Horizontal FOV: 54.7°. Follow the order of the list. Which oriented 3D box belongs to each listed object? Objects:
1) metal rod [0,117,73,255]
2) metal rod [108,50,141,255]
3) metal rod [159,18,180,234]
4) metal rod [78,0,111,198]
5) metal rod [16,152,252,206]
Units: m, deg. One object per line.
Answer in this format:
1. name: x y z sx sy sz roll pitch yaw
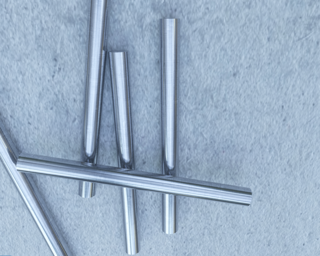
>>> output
1. metal rod: -0.189 0.086 0.438 0.025 0.025 0.298 -17 110 6
2. metal rod: -0.046 0.047 0.426 0.025 0.025 0.298 -2 110 0
3. metal rod: 0.013 0.012 0.414 0.025 0.025 0.298 -1 110 0
4. metal rod: -0.084 -0.046 0.391 0.025 0.025 0.298 7 110 -3
5. metal rod: -0.029 0.068 0.406 0.302 0.025 0.025 10 110 -4
